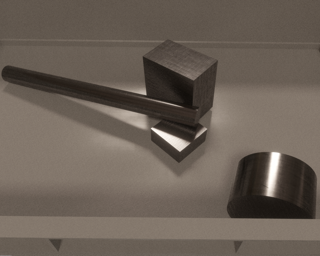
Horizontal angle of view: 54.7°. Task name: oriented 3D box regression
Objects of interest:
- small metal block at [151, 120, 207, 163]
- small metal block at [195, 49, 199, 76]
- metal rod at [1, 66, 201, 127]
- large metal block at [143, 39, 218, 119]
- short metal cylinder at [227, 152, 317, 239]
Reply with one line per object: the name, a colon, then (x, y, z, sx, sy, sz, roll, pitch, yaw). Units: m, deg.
small metal block: (0.024, 0.009, 0.398, 0.050, 0.025, 0.050, -37, 60, -27)
small metal block: (0.052, -0.078, 0.455, 0.025, 0.050, 0.050, -23, 54, -20)
metal rod: (-0.093, -0.048, 0.425, 0.301, 0.025, 0.025, 14, 51, 18)
large metal block: (0.026, -0.061, 0.418, 0.080, 0.080, 0.050, 31, 56, 27)
short metal cylinder: (0.113, 0.069, 0.313, 0.080, 0.080, 0.050, 15, 52, 12)
